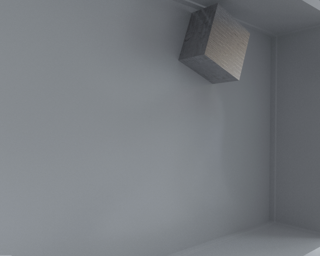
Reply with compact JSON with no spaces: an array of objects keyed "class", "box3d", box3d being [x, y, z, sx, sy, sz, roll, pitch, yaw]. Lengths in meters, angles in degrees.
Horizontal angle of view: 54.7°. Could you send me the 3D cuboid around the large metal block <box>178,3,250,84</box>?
[{"class":"large metal block","box3d":[0.082,-0.121,0.458,0.080,0.050,0.080,25,74,-37]}]
